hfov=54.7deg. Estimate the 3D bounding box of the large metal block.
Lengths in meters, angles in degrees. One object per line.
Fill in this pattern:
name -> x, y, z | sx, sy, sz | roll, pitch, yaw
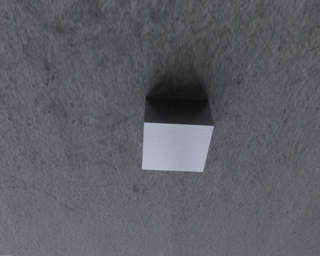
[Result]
large metal block -> 0.019, 0.010, 0.400 | 0.081, 0.050, 0.079 | 3, 130, -3
